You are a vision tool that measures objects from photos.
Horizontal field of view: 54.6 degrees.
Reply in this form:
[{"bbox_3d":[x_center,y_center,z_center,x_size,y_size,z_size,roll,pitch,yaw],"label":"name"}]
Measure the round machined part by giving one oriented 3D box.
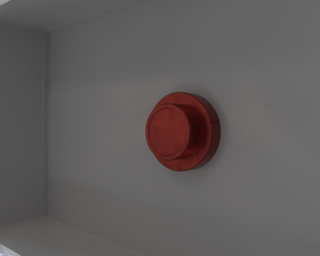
[{"bbox_3d":[0.021,0.005,0.380,0.098,0.042,0.097,0,90,40],"label":"round machined part"}]
